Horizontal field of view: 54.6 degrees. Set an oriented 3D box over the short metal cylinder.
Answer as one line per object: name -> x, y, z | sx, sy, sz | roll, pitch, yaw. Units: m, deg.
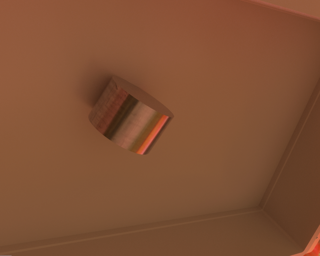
short metal cylinder -> -0.032, -0.014, 0.346 | 0.080, 0.080, 0.050 | 25, 105, -37
